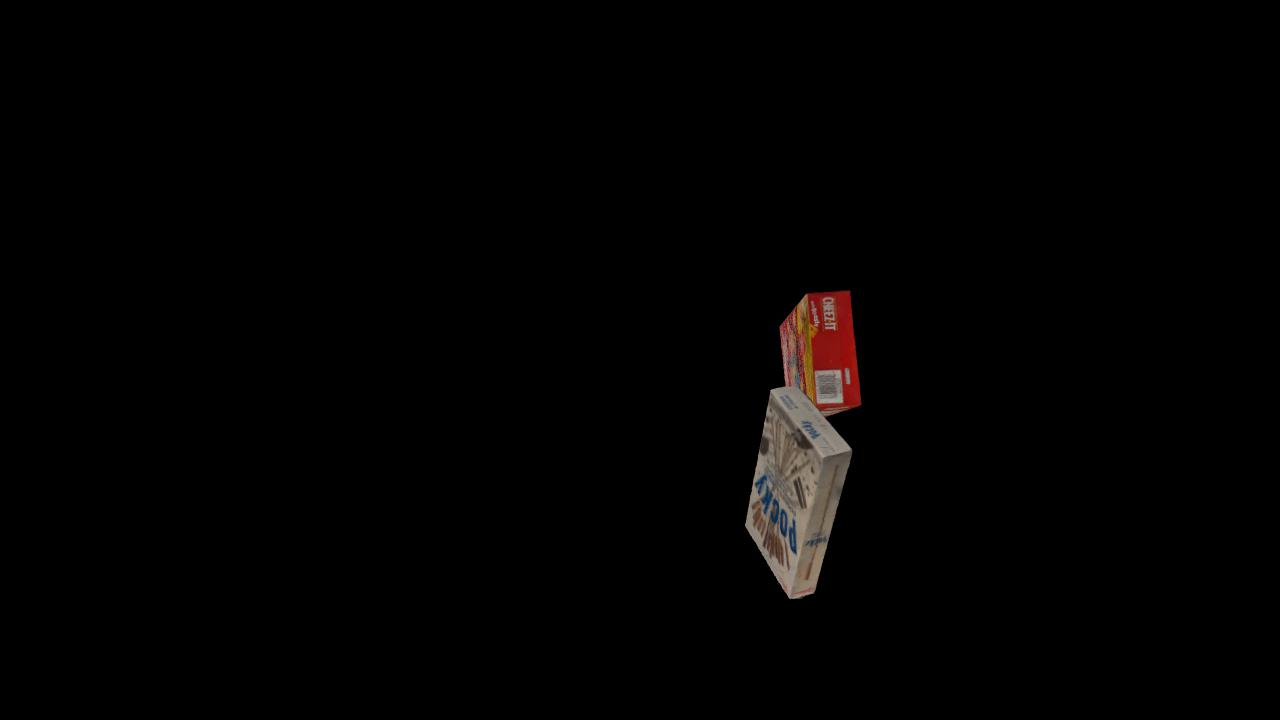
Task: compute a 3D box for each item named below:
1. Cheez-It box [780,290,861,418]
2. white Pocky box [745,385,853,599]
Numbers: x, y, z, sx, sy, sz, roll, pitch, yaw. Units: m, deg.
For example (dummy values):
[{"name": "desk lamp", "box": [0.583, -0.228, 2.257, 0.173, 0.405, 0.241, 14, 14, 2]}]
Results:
[{"name": "Cheez-It box", "box": [0.270, 0.003, 0.946, 0.071, 0.166, 0.223, -3, -10, 3]}, {"name": "white Pocky box", "box": [0.121, 0.105, 0.485, 0.028, 0.154, 0.084, -8, 34, -15]}]
